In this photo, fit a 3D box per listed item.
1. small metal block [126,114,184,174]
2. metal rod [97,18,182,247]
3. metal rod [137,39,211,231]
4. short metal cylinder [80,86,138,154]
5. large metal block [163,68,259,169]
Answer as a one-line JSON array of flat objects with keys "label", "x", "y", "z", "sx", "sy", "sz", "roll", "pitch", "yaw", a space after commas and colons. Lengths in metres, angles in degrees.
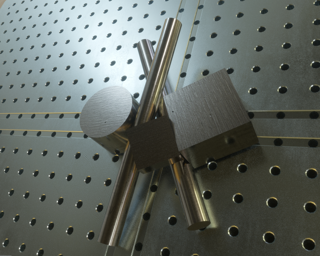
[{"label": "small metal block", "x": -0.006, "y": 0.019, "z": 0.354, "sx": 0.050, "sy": 0.025, "sz": 0.050, "roll": -20, "pitch": 69, "yaw": 6}, {"label": "metal rod", "x": -0.021, "y": -0.007, "z": 0.393, "sx": 0.025, "sy": 0.025, "sz": 0.299, "roll": 7, "pitch": 73, "yaw": 31}, {"label": "metal rod", "x": 0.008, "y": -0.015, "z": 0.409, "sx": 0.025, "sy": 0.025, "sz": 0.299, "roll": -25, "pitch": 53, "yaw": 13}, {"label": "short metal cylinder", "x": -0.062, "y": -0.011, "z": 0.427, "sx": 0.080, "sy": 0.050, "sz": 0.080, "roll": -13, "pitch": 57, "yaw": 20}, {"label": "large metal block", "x": 0.058, "y": -0.011, "z": 0.363, "sx": 0.080, "sy": 0.050, "sz": 0.080, "roll": -24, "pitch": 53, "yaw": 13}]
